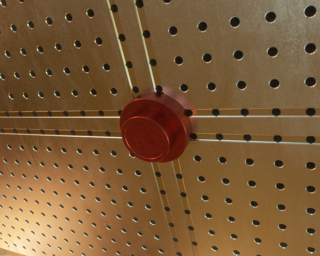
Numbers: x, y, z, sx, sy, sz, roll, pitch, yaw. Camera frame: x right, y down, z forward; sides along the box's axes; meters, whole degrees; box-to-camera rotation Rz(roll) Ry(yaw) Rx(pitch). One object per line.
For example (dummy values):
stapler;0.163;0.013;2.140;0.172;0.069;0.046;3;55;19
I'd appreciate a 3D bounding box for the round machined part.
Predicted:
round machined part;-0.011;0.006;0.408;0.098;0.042;0.097;13;124;20
